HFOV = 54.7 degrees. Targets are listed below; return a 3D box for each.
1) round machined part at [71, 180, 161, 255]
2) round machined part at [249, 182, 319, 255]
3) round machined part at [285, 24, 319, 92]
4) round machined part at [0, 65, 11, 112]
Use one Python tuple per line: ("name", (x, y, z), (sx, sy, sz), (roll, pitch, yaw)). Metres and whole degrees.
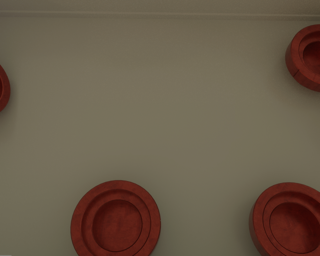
("round machined part", (-0.048, 0.113, 0.356), (0.099, 0.042, 0.098), (0, 65, 0))
("round machined part", (0.151, 0.115, 0.352), (0.099, 0.042, 0.098), (0, 57, 1))
("round machined part", (0.225, -0.093, 0.436), (0.099, 0.042, 0.098), (0, 70, 0))
("round machined part", (-0.251, -0.054, 0.398), (0.042, 0.098, 0.098), (-18, 67, 30))
